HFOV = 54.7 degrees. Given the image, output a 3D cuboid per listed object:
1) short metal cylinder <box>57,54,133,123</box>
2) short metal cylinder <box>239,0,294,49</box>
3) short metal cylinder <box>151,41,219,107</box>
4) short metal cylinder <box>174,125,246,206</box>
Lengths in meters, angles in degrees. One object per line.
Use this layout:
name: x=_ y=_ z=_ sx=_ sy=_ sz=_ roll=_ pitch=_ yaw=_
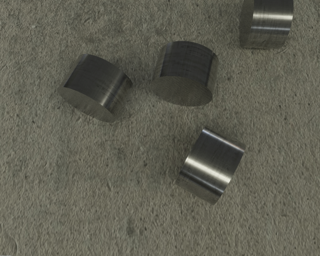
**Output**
short metal cylinder: x=-0.081 y=-0.049 z=0.396 sx=0.080 sy=0.080 sz=0.050 roll=24 pitch=72 yaw=8
short metal cylinder: x=0.146 y=-0.153 z=0.436 sx=0.050 sy=0.080 sz=0.080 roll=3 pitch=70 yaw=1
short metal cylinder: x=0.033 y=-0.068 z=0.404 sx=0.080 sy=0.080 sz=0.050 roll=12 pitch=71 yaw=4
short metal cylinder: x=0.058 y=0.043 z=0.364 sx=0.050 sy=0.080 sz=0.080 roll=28 pitch=73 yaw=10
